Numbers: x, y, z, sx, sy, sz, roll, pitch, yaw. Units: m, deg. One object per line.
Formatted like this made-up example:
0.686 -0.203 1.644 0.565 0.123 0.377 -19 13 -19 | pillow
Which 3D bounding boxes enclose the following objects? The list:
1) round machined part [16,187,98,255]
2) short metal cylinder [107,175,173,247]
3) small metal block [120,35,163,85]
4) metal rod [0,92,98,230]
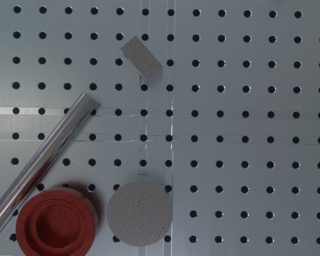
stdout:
-0.129 0.126 0.404 0.099 0.042 0.097 0 90 0 | round machined part
-0.024 0.104 0.401 0.081 0.050 0.079 0 90 0 | short metal cylinder
-0.022 -0.086 0.401 0.025 0.050 0.050 -41 90 0 | small metal block
-0.184 0.078 0.411 0.025 0.025 0.300 38 90 0 | metal rod
